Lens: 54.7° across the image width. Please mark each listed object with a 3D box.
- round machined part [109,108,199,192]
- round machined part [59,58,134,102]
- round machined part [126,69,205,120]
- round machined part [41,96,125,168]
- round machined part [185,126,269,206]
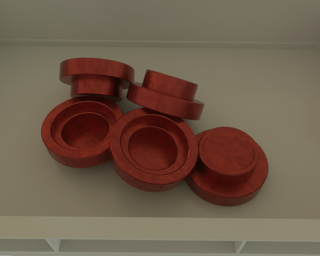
[{"bbox_3d":[-0.009,0.028,0.353,0.099,0.042,0.098,8,55,-11],"label":"round machined part"},{"bbox_3d":[-0.085,-0.060,0.418,0.099,0.098,0.042,2,86,1],"label":"round machined part"},{"bbox_3d":[0.010,-0.045,0.395,0.099,0.042,0.098,16,10,-3],"label":"round machined part"},{"bbox_3d":[-0.090,0.009,0.382,0.099,0.042,0.098,0,50,0],"label":"round machined part"},{"bbox_3d":[0.077,0.037,0.361,0.099,0.042,0.098,0,50,0],"label":"round machined part"}]
